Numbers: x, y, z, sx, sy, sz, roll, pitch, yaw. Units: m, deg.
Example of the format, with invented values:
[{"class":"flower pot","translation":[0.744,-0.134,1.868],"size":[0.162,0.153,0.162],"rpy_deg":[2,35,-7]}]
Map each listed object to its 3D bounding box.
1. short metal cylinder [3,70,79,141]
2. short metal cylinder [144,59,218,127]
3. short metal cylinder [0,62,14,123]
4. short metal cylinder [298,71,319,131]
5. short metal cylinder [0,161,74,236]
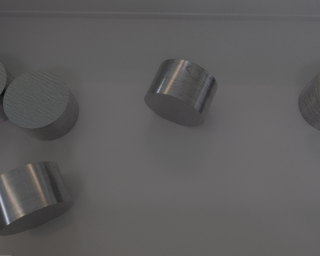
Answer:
[{"class":"short metal cylinder","translation":[-0.153,-0.029,0.406],"size":[0.081,0.050,0.080],"rpy_deg":[0,70,0]},{"class":"short metal cylinder","translation":[0.027,-0.043,0.396],"size":[0.080,0.080,0.050],"rpy_deg":[22,72,7]},{"class":"short metal cylinder","translation":[-0.234,-0.050,0.413],"size":[0.081,0.050,0.080],"rpy_deg":[0,70,0]},{"class":"short metal cylinder","translation":[0.235,-0.039,0.412],"size":[0.081,0.050,0.080],"rpy_deg":[0,70,0]},{"class":"short metal cylinder","translation":[-0.146,0.079,0.350],"size":[0.080,0.080,0.050],"rpy_deg":[-26,72,-9]}]
